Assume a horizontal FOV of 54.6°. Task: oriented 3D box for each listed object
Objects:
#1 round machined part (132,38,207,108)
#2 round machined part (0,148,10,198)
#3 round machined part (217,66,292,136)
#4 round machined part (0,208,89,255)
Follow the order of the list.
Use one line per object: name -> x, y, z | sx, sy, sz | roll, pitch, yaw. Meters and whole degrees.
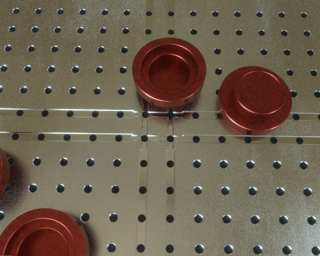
round machined part -> 0.013, -0.072, 0.429 | 0.099, 0.042, 0.098 | 0, 70, 0
round machined part -> -0.233, 0.061, 0.379 | 0.099, 0.042, 0.098 | 0, 70, 0
round machined part -> 0.130, -0.042, 0.419 | 0.099, 0.042, 0.098 | 0, 70, 0
round machined part -> -0.129, 0.143, 0.350 | 0.099, 0.042, 0.098 | 0, 70, 0
